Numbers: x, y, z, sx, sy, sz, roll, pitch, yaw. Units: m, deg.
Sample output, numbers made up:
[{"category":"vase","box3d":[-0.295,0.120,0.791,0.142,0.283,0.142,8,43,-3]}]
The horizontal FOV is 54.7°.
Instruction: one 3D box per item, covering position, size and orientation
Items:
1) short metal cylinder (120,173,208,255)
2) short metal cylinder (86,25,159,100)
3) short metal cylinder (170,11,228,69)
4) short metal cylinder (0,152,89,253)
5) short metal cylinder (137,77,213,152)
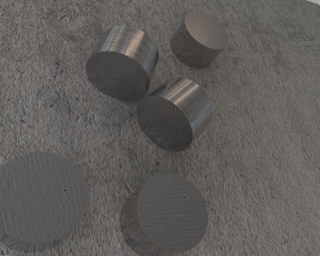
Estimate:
[{"category":"short metal cylinder","box3d":[0.004,0.094,0.332,0.081,0.050,0.080,14,56,-21]},{"category":"short metal cylinder","box3d":[-0.046,-0.081,0.393,0.080,0.080,0.050,25,53,-13]},{"category":"short metal cylinder","box3d":[0.064,-0.144,0.510,0.081,0.050,0.080,14,56,-21]},{"category":"short metal cylinder","box3d":[-0.112,0.069,0.285,0.081,0.050,0.080,14,56,-21]},{"category":"short metal cylinder","box3d":[0.018,-0.017,0.389,0.080,0.080,0.050,44,51,2]}]
